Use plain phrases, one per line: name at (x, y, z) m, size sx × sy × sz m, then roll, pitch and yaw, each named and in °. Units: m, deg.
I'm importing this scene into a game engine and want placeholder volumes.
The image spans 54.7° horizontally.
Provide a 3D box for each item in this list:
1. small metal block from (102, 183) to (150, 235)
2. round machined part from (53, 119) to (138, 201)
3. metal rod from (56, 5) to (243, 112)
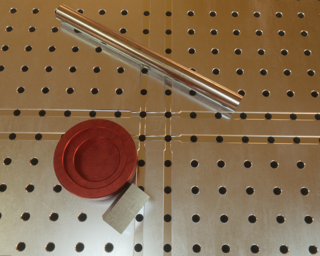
small metal block at (-0.041, 0.092, 0.362) m, size 0.025 × 0.050 × 0.050 m, roll 40°, pitch 74°, yaw -2°
round machined part at (-0.077, 0.041, 0.386) m, size 0.099 × 0.042 × 0.098 m, roll 0°, pitch 70°, yaw 0°
metal rod at (-0.022, -0.105, 0.449) m, size 0.301 × 0.025 × 0.025 m, roll 29°, pitch 73°, yaw 9°
